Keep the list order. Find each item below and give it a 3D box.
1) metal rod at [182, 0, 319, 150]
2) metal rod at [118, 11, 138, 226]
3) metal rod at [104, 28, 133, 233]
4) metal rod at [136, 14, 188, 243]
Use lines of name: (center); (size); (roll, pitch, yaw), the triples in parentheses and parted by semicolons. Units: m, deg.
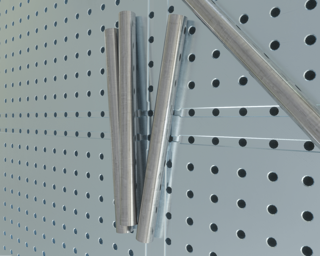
metal rod: (0.099, -0.072, 0.328); (0.025, 0.025, 0.299); (-49, 61, 29)
metal rod: (-0.045, -0.016, 0.440); (0.025, 0.025, 0.299); (-4, 85, 40)
metal rod: (-0.062, 0.002, 0.461); (0.025, 0.025, 0.299); (-7, 86, 40)
metal rod: (0.001, 0.006, 0.409); (0.025, 0.025, 0.298); (14, 99, 39)
